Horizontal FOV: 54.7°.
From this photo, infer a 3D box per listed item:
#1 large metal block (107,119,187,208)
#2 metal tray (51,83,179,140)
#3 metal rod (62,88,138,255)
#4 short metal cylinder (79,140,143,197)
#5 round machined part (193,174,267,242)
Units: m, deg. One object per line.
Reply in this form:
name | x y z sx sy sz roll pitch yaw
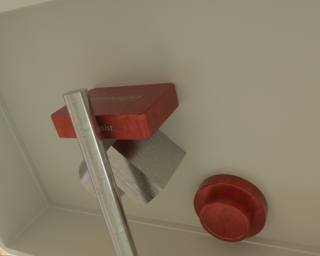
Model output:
large metal block | -0.023 0.042 0.410 0.080 0.080 0.050 41 129 0
metal tray | -0.054 -0.022 0.379 0.130 0.090 0.030 0 118 27
metal rod | -0.054 0.100 0.363 0.025 0.025 0.298 -3 111 29
short metal cylinder | -0.068 0.055 0.441 0.080 0.080 0.050 41 129 0
round machined part | 0.092 0.114 0.419 0.098 0.042 0.097 13 124 20
